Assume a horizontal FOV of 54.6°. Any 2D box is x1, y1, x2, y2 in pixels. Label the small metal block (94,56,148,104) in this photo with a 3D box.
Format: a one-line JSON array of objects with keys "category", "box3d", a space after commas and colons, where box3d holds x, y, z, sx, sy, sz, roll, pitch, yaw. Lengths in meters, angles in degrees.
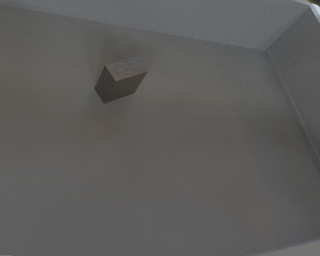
[{"category": "small metal block", "box3d": [-0.051, -0.062, 0.400, 0.050, 0.050, 0.025, -25, 76, -37]}]
